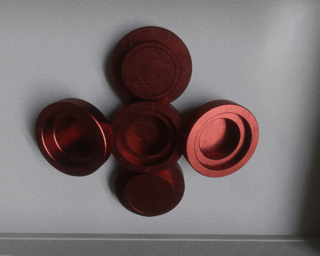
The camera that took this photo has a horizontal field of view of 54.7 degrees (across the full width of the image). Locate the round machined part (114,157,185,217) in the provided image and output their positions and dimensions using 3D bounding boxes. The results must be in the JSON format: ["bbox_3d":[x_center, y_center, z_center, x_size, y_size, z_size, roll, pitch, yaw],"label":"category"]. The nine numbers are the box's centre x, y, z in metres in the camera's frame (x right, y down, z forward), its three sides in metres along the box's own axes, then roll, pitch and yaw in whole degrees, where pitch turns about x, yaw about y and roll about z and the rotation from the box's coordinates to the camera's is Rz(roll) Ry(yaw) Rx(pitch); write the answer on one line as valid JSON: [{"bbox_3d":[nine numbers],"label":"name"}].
[{"bbox_3d":[-0.015,0.083,0.431,0.099,0.042,0.097,0,110,0],"label":"round machined part"}]

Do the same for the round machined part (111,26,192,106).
[{"bbox_3d":[-0.010,-0.071,0.374,0.099,0.042,0.097,0,110,0],"label":"round machined part"}]

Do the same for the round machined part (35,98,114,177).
[{"bbox_3d":[-0.104,0.009,0.394,0.098,0.042,0.097,6,111,16],"label":"round machined part"}]

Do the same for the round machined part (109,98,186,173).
[{"bbox_3d":[-0.016,0.006,0.402,0.099,0.042,0.097,0,110,0],"label":"round machined part"}]

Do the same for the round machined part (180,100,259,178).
[{"bbox_3d":[0.072,0.011,0.396,0.099,0.042,0.097,-6,111,-16],"label":"round machined part"}]
